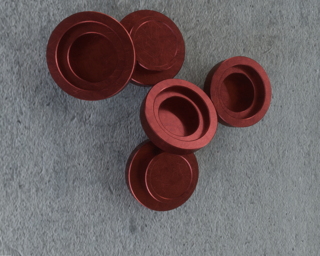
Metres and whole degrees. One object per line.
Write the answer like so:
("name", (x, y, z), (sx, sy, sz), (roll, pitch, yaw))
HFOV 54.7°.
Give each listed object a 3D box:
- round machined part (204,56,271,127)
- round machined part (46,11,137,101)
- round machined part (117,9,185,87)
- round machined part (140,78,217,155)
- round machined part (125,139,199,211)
("round machined part", (0.105, -0.050, 0.441), (0.099, 0.042, 0.097), (0, 90, -21))
("round machined part", (-0.076, -0.081, 0.362), (0.099, 0.042, 0.097), (0, 97, 1))
("round machined part", (-0.012, -0.103, 0.397), (0.099, 0.042, 0.097), (0, 90, -21))
("round machined part", (0.021, -0.011, 0.399), (0.099, 0.042, 0.098), (9, 64, -19))
("round machined part", (0.008, 0.060, 0.405), (0.099, 0.042, 0.097), (0, 90, -21))
